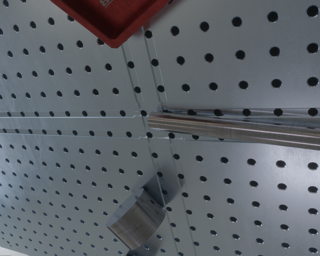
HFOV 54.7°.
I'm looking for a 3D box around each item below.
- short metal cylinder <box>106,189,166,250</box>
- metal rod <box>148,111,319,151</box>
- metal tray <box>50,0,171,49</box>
[{"bbox_3d":[-0.037,0.140,0.482,0.050,0.080,0.080,47,129,-5],"label":"short metal cylinder"},{"bbox_3d":[0.126,0.006,0.348,0.301,0.025,0.025,7,122,24],"label":"metal rod"},{"bbox_3d":[-0.040,-0.148,0.310,0.090,0.030,0.130,35,137,-28],"label":"metal tray"}]
